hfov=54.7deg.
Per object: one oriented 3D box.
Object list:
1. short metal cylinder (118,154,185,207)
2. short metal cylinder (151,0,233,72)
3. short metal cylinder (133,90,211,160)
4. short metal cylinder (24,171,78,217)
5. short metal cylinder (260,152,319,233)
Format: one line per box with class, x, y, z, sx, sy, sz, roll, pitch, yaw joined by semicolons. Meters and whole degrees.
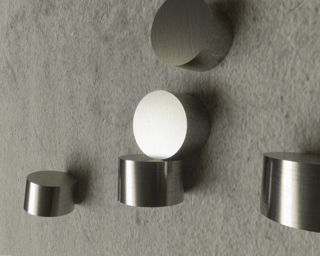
short metal cylinder;-0.010;0.060;0.376;0.080;0.081;0.050;2;92;39
short metal cylinder;0.036;-0.108;0.357;0.080;0.050;0.079;0;90;39
short metal cylinder;0.014;-0.004;0.376;0.080;0.050;0.079;0;90;39
short metal cylinder;-0.181;0.107;0.515;0.080;0.081;0.050;15;100;38
short metal cylinder;0.128;0.050;0.263;0.080;0.081;0.050;5;93;39
